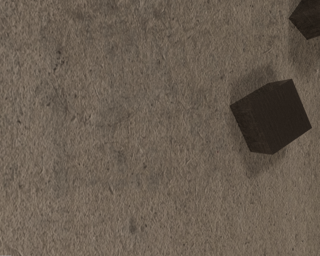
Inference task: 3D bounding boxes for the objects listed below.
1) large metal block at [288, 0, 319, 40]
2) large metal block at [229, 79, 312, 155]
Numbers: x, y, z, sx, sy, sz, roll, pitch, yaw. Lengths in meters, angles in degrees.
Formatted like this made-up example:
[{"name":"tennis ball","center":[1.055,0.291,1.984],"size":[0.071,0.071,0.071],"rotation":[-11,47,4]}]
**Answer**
[{"name":"large metal block","center":[0.264,-0.193,0.479],"size":[0.050,0.080,0.080],"rotation":[41,77,-16]},{"name":"large metal block","center":[0.163,-0.017,0.458],"size":[0.080,0.050,0.080],"rotation":[-30,100,-18]}]
